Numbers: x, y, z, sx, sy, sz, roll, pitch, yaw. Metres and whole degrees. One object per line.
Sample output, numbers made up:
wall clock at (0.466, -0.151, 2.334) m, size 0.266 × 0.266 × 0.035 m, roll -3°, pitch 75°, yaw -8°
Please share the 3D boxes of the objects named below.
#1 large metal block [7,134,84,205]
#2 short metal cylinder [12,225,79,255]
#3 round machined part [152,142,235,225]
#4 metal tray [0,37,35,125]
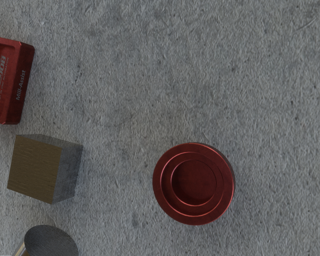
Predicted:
large metal block at (-0.168, 0.057, 0.455) m, size 0.080 × 0.050 × 0.080 m, roll 13°, pitch 94°, yaw 19°
short metal cylinder at (-0.164, 0.185, 0.438) m, size 0.080 × 0.080 × 0.050 m, roll 38°, pitch 102°, yaw 16°
round machined part at (0.044, 0.066, 0.384) m, size 0.098 × 0.042 × 0.097 m, roll 0°, pitch 90°, yaw 20°
metal tray at (-0.258, -0.078, 0.497) m, size 0.090 × 0.030 × 0.129 m, roll 16°, pitch 95°, yaw 19°
